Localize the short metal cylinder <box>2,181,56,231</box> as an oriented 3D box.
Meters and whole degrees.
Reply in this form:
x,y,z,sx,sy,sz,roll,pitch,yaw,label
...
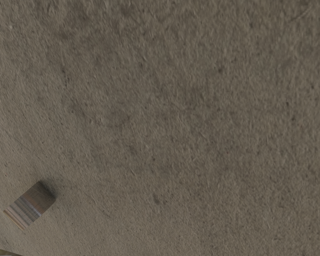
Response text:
x,y,z,sx,sy,sz,roll,pitch,yaw,label
-0.247,0.147,0.590,0.080,0.080,0.050,-35,99,38,short metal cylinder
